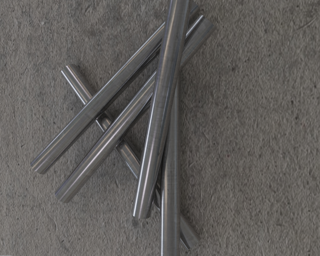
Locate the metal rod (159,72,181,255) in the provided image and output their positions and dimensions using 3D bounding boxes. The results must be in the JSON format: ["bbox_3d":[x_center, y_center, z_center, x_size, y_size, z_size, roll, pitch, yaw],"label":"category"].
[{"bbox_3d":[0.013,0.063,0.384,0.025,0.025,0.298,-2,82,20],"label":"metal rod"}]

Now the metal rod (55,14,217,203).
[{"bbox_3d":[-0.040,-0.014,0.394,0.025,0.025,0.299,45,105,14],"label":"metal rod"}]

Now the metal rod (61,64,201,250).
[{"bbox_3d":[-0.046,0.031,0.425,0.025,0.025,0.299,-41,77,15],"label":"metal rod"}]

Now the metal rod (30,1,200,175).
[{"bbox_3d":[-0.062,-0.052,0.409,0.300,0.025,0.025,-45,76,6],"label":"metal rod"}]

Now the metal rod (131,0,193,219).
[{"bbox_3d":[0.003,-0.033,0.357,0.025,0.025,0.298,16,105,19],"label":"metal rod"}]
